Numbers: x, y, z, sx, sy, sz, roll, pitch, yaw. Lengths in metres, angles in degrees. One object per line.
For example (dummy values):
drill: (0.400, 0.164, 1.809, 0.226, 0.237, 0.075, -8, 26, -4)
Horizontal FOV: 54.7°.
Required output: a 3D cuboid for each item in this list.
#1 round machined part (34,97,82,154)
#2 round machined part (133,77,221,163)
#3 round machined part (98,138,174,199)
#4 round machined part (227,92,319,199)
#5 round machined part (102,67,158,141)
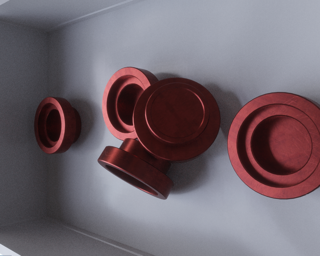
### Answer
round machined part: (-0.175, -0.005, 0.540, 0.098, 0.042, 0.097, 0, 90, 40)
round machined part: (0.019, -0.012, 0.346, 0.099, 0.042, 0.098, 0, 76, 0)
round machined part: (-0.025, 0.048, 0.391, 0.098, 0.098, 0.042, 15, 67, 39)
round machined part: (0.119, 0.016, 0.298, 0.098, 0.042, 0.097, 0, 90, 40)
round machined part: (-0.031, -0.031, 0.421, 0.098, 0.042, 0.097, 0, 90, 40)
